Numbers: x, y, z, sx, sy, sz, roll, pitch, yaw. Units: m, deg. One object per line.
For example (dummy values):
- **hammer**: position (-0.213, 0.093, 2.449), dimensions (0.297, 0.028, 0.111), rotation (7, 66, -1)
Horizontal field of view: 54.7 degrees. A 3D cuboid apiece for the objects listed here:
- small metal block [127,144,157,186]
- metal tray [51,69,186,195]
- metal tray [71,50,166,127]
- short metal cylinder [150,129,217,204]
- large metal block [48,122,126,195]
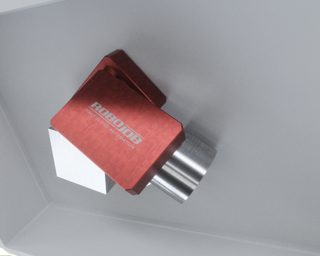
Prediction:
- **small metal block**: position (-0.017, 0.051, 0.446), dimensions (0.050, 0.025, 0.050), rotation (-32, 101, 38)
- **metal tray**: position (-0.048, 0.001, 0.352), dimensions (0.130, 0.090, 0.030), rotation (36, 168, 22)
- **metal tray**: position (-0.065, -0.030, 0.417), dimensions (0.090, 0.030, 0.129), rotation (47, 129, -5)
- **short metal cylinder**: position (0.027, 0.046, 0.385), dimensions (0.050, 0.080, 0.079), rotation (34, 129, 5)
- **large metal block**: position (-0.095, 0.032, 0.417), dimensions (0.080, 0.050, 0.079), rotation (15, 125, 19)
